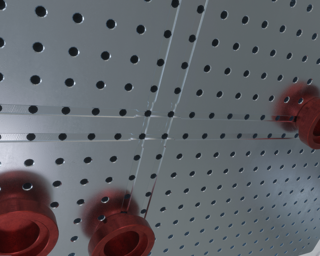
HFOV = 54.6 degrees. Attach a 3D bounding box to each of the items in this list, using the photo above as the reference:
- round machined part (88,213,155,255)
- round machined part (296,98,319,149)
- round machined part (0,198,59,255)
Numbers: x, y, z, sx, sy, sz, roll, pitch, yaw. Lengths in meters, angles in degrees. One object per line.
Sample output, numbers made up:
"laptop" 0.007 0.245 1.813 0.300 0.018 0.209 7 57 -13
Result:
"round machined part" -0.061 0.169 0.471 0.099 0.042 0.097 -14 124 -21
"round machined part" 0.280 -0.014 0.543 0.099 0.042 0.097 -14 124 -21
"round machined part" -0.179 0.125 0.380 0.099 0.042 0.097 -14 124 -21
